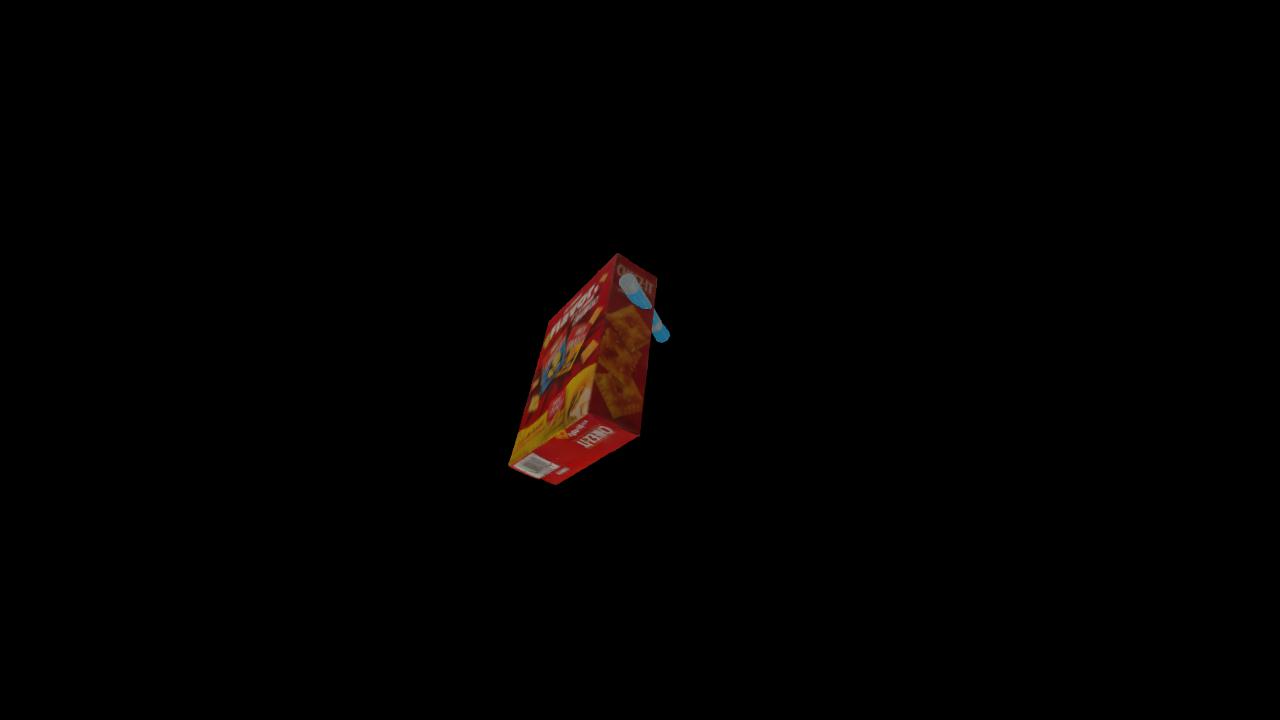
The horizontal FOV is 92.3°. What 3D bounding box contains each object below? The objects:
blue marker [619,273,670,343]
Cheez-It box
[{"bbox_3d":[0.008,-0.056,0.702,0.020,0.020,0.121,0,-29,25],"label":"blue marker"},{"bbox_3d":[-0.061,0.011,0.703,0.071,0.223,0.166,29,-42,-25],"label":"Cheez-It box"}]
